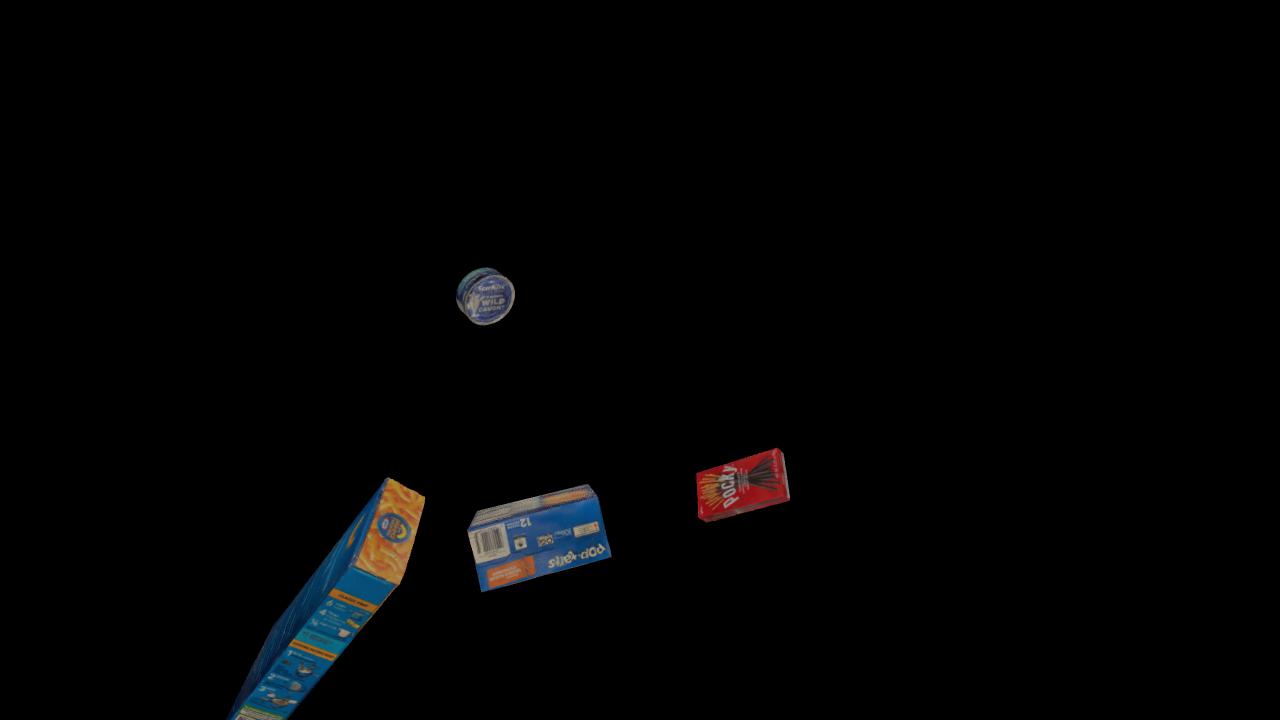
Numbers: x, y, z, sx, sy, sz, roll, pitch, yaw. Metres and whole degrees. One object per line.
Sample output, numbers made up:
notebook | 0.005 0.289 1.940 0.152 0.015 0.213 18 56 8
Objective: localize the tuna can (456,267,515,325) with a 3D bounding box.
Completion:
tuna can | -0.234 -0.097 0.931 0.084 0.084 0.034 0 31 -48

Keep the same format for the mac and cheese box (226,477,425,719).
mac and cheese box | -0.232 0.184 0.460 0.041 0.184 0.093 35 18 -20

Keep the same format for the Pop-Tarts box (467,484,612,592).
Pop-Tarts box | -0.135 0.233 0.829 0.167 0.083 0.141 -11 -2 -11

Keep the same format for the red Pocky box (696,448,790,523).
red Pocky box | 0.161 0.202 0.986 0.155 0.083 0.028 -24 -42 29
